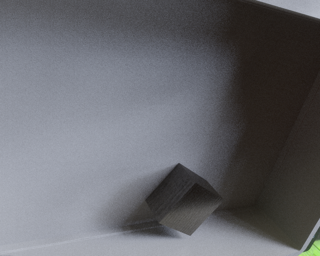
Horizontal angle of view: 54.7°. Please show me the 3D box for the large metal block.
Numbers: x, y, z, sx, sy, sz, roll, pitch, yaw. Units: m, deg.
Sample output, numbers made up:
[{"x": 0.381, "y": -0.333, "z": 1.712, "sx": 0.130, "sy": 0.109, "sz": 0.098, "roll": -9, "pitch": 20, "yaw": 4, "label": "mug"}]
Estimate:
[{"x": 0.039, "y": 0.113, "z": 0.486, "sx": 0.080, "sy": 0.050, "sz": 0.080, "roll": -49, "pitch": 129, "yaw": 6, "label": "large metal block"}]
